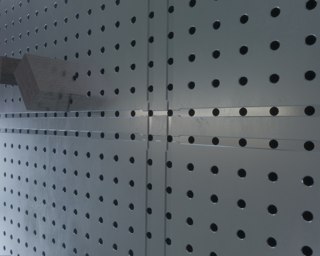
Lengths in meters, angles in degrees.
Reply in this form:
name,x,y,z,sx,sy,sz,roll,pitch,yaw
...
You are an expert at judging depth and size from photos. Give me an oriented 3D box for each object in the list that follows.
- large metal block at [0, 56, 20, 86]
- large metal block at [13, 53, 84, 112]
name,x,y,z,sx,sy,sz,roll,pitch,yaw
large metal block,-0.292,-0.112,0.617,0.080,0.081,0.050,13,98,39
large metal block,-0.192,-0.076,0.534,0.050,0.081,0.080,-43,64,32
